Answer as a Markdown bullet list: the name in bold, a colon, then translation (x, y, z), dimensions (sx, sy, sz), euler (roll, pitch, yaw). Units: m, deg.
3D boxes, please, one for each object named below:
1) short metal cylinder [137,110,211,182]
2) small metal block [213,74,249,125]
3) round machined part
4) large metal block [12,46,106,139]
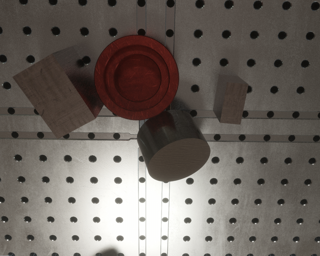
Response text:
- **short metal cylinder**: translation (0.016, 0.023, 0.391), dimensions (0.081, 0.050, 0.080), euler (-13, 137, -12)
- **small metal block**: translation (0.087, -0.037, 0.388), dimensions (0.025, 0.050, 0.050), euler (5, 110, -2)
- **round machined part**: translation (-0.026, -0.060, 0.376), dimensions (0.099, 0.042, 0.097), euler (1, 100, 4)
- **large metal block**: translation (-0.112, -0.045, 0.366), dimensions (0.050, 0.080, 0.080), euler (-27, 108, 9)
